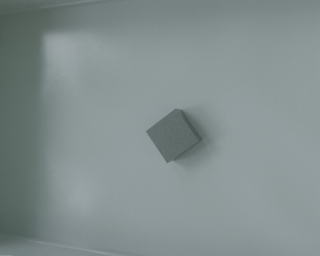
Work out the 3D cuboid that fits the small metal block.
[{"bbox_3d":[0.019,0.010,0.403,0.050,0.025,0.050,-37,79,16],"label":"small metal block"}]
